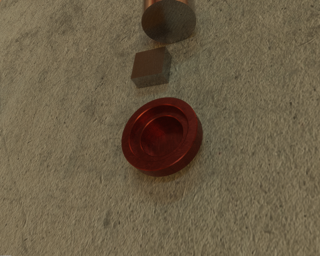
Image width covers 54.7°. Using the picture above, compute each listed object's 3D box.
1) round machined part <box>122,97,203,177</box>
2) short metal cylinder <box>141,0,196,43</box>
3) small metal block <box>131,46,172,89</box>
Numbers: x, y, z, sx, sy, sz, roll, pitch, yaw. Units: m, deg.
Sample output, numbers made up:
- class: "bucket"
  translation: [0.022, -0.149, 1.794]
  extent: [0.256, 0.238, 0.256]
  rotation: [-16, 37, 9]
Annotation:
- class: "round machined part"
  translation: [0.006, 0.014, 0.380]
  extent: [0.098, 0.042, 0.098]
  rotation: [-13, 56, 20]
- class: "short metal cylinder"
  translation: [0.013, -0.176, 0.468]
  extent: [0.080, 0.080, 0.050]
  rotation: [-13, 57, 21]
- class: "small metal block"
  translation: [-0.012, -0.090, 0.464]
  extent: [0.050, 0.025, 0.050]
  rotation: [-7, 59, 24]
